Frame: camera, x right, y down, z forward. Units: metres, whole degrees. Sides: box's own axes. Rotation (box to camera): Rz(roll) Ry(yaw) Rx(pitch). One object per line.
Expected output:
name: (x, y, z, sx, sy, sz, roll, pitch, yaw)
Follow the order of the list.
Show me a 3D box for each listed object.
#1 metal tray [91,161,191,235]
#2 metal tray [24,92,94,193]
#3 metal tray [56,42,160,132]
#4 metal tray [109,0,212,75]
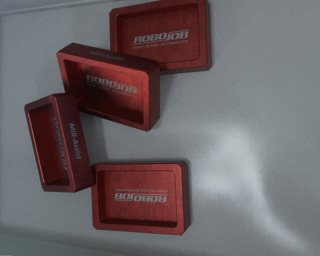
metal tray: (-0.028, 0.091, 0.416, 0.130, 0.030, 0.089, -3, 89, 19)
metal tray: (-0.142, 0.022, 0.431, 0.090, 0.030, 0.129, -10, 93, 42)
metal tray: (-0.065, -0.053, 0.404, 0.130, 0.030, 0.089, 16, 132, 18)
metal tray: (-0.001, -0.117, 0.407, 0.130, 0.030, 0.089, -2, 89, 19)
